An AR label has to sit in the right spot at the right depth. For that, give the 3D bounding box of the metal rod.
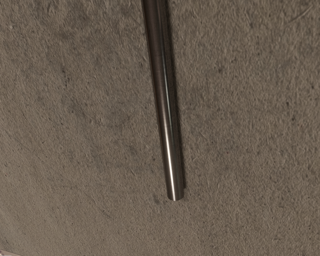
[{"bbox_3d":[0.006,-0.032,0.382,0.025,0.025,0.298,7,122,24],"label":"metal rod"}]
